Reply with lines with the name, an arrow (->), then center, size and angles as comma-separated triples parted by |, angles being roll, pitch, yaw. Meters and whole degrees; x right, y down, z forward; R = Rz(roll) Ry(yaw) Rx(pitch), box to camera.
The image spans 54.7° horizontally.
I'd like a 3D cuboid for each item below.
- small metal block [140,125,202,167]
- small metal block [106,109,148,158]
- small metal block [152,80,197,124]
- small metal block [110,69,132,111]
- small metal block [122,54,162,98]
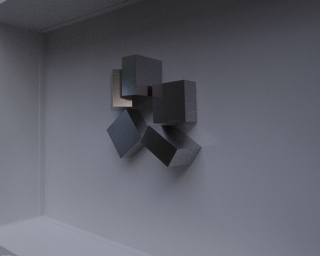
small metal block -> 0.014, 0.020, 0.377 | 0.050, 0.050, 0.025 | 40, 114, 32
small metal block -> -0.043, 0.008, 0.440 | 0.050, 0.025, 0.050 | -44, 64, 31
small metal block -> 0.018, -0.031, 0.390 | 0.050, 0.025, 0.050 | -3, 88, 39
small metal block -> -0.055, -0.051, 0.432 | 0.050, 0.025, 0.050 | 163, 106, -77
small metal block -> -0.023, -0.066, 0.408 | 0.025, 0.050, 0.050 | 0, 90, 40
